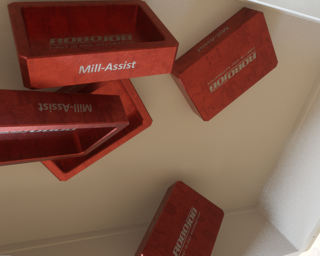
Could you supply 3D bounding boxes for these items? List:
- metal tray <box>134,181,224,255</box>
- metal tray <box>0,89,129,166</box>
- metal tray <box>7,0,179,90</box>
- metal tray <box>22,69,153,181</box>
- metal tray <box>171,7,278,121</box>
[{"bbox_3d":[0.032,0.152,0.442,0.090,0.130,0.030,36,140,-5],"label":"metal tray"},{"bbox_3d":[-0.105,0.002,0.280,0.131,0.030,0.090,-3,157,-47],"label":"metal tray"},{"bbox_3d":[-0.060,-0.081,0.281,0.131,0.090,0.030,-11,139,-23],"label":"metal tray"},{"bbox_3d":[-0.084,-0.007,0.355,0.130,0.030,0.090,-34,129,-7],"label":"metal tray"},{"bbox_3d":[0.086,-0.081,0.404,0.130,0.030,0.090,-39,130,-2],"label":"metal tray"}]
